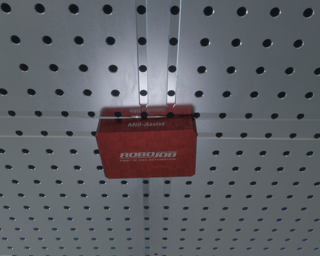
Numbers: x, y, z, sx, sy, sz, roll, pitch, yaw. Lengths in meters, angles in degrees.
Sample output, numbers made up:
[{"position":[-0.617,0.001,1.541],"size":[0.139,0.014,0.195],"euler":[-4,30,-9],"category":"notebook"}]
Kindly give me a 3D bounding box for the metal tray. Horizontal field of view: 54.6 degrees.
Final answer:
[{"position":[-0.016,0.029,0.433],"size":[0.131,0.030,0.090],"euler":[-2,130,1],"category":"metal tray"}]
